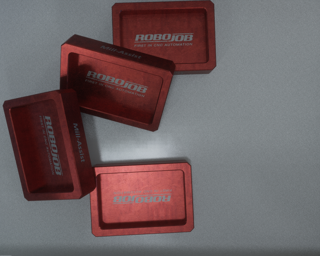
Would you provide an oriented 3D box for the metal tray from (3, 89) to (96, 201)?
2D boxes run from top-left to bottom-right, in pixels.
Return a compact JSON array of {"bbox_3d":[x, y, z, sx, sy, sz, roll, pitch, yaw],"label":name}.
[{"bbox_3d":[-0.137,0.023,0.384,0.090,0.030,0.129,-8,97,23],"label":"metal tray"}]

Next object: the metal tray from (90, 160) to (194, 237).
[{"bbox_3d":[-0.024,0.091,0.408,0.131,0.030,0.089,-3,90,-1],"label":"metal tray"}]

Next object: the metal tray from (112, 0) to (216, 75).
[{"bbox_3d":[0.005,-0.117,0.408,0.131,0.030,0.089,-2,90,-1],"label":"metal tray"}]

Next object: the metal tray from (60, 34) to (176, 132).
[{"bbox_3d":[-0.055,-0.053,0.384,0.131,0.030,0.089,15,127,-1],"label":"metal tray"}]
